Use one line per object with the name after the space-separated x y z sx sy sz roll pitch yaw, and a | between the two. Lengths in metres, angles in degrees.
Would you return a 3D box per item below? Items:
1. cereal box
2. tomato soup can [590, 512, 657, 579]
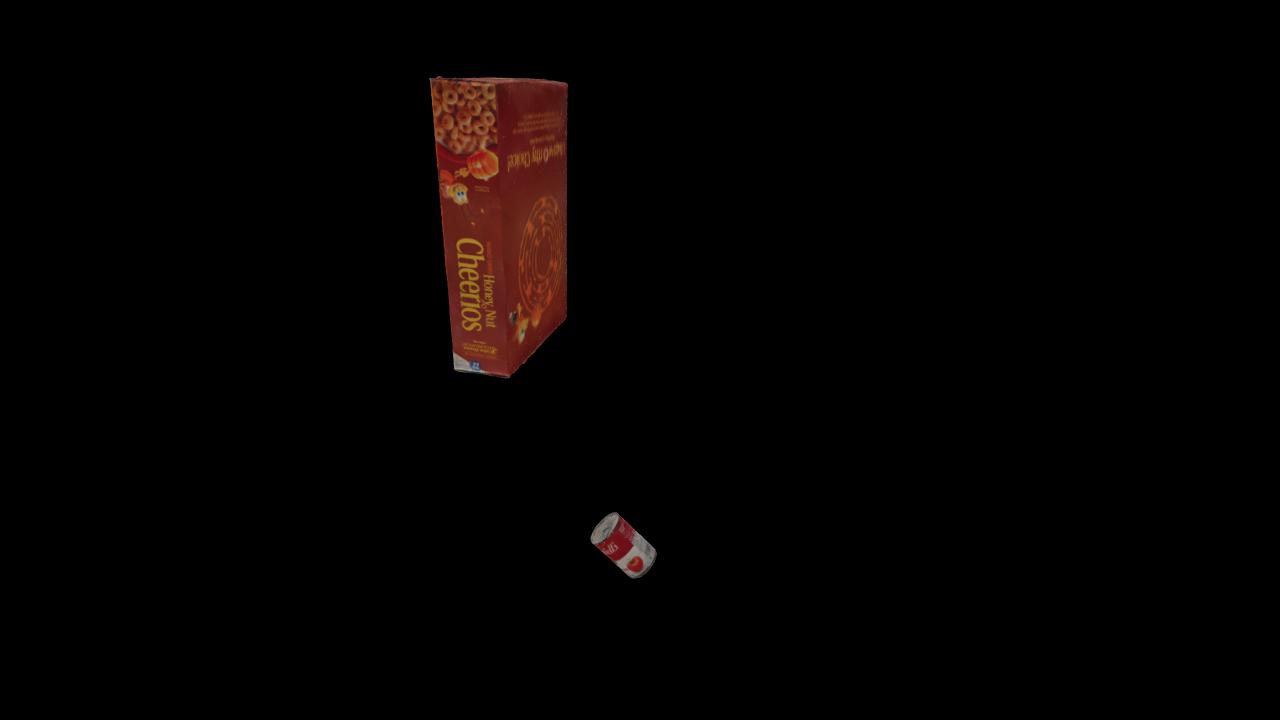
-0.148 -0.157 0.707 0.081 0.306 0.203 9 26 10 | cereal box
-0.028 0.324 1.072 0.101 0.068 0.068 46 -15 -15 | tomato soup can
